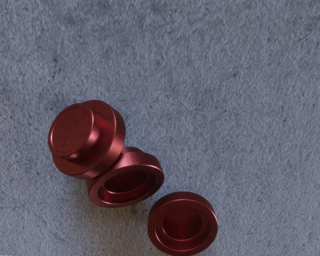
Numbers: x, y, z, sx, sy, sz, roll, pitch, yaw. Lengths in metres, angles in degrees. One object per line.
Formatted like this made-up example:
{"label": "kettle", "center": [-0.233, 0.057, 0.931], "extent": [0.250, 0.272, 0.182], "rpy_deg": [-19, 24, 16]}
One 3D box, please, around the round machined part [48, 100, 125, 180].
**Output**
{"label": "round machined part", "center": [-0.094, 0.009, 0.371], "extent": [0.098, 0.098, 0.042], "rpy_deg": [-35, 144, 11]}

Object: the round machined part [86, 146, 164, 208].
{"label": "round machined part", "center": [-0.047, 0.061, 0.407], "extent": [0.099, 0.042, 0.097], "rpy_deg": [-13, 141, -11]}

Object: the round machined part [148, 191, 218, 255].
{"label": "round machined part", "center": [0.032, 0.134, 0.451], "extent": [0.099, 0.042, 0.097], "rpy_deg": [0, 110, -1]}
